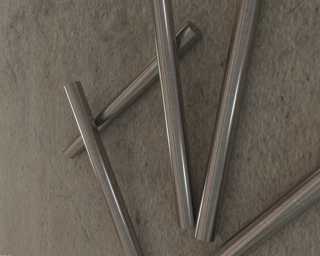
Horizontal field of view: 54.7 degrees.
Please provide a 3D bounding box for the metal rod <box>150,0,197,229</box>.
[{"bbox_3d":[0.016,-0.030,0.367,0.025,0.025,0.298,-5,94,39],"label":"metal rod"}]

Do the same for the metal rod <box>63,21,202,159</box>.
[{"bbox_3d":[-0.056,-0.038,0.448,0.299,0.025,0.025,-39,66,32],"label":"metal rod"}]

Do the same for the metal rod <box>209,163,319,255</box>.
[{"bbox_3d":[0.133,0.067,0.294,0.298,0.025,0.025,-52,60,27],"label":"metal rod"}]

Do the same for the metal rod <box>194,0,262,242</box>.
[{"bbox_3d":[0.076,-0.020,0.341,0.025,0.025,0.298,15,100,38],"label":"metal rod"}]

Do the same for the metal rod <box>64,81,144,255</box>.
[{"bbox_3d":[-0.077,0.072,0.444,0.025,0.025,0.299,-28,79,36],"label":"metal rod"}]
